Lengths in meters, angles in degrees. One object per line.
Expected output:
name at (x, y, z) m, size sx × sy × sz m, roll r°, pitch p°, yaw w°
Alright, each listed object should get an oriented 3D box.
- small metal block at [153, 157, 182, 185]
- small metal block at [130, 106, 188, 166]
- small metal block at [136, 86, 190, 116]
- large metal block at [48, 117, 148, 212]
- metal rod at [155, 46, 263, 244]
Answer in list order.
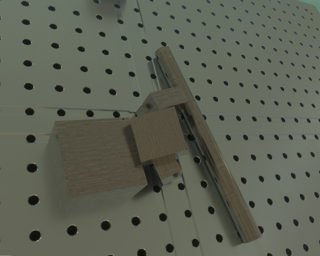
small metal block at (0.004, 0.038, 0.369) m, size 0.025 × 0.050 × 0.050 m, roll -25°, pitch 73°, yaw -4°
small metal block at (-0.001, 0.009, 0.339) m, size 0.050 × 0.025 × 0.050 m, roll -15°, pitch 72°, yaw -1°
small metal block at (0.003, -0.028, 0.412) m, size 0.050 × 0.050 × 0.025 m, roll -17°, pitch 71°, yaw -35°
large metal block at (-0.069, 0.037, 0.333) m, size 0.081 × 0.050 × 0.080 m, roll -4°, pitch 64°, yaw -30°
metal rod at (0.060, 0.010, 0.436) m, size 0.025 × 0.025 × 0.299 m, roll -11°, pitch 67°, yaw -33°
